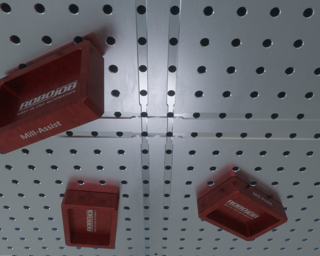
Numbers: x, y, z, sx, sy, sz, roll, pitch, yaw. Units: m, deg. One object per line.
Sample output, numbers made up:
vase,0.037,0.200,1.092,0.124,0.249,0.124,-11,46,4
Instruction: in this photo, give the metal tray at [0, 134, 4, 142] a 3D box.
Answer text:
metal tray,-0.279,0.056,0.413,0.130,0.090,0.030,-27,125,21

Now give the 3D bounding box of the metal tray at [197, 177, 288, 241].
metal tray,0.140,0.142,0.529,0.130,0.030,0.090,31,123,-24

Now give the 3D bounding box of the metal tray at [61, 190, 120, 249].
metal tray,-0.121,0.165,0.546,0.091,0.030,0.129,6,130,-5

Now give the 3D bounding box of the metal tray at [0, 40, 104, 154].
metal tray,-0.124,-0.034,0.336,0.130,0.090,0.030,-19,142,15
